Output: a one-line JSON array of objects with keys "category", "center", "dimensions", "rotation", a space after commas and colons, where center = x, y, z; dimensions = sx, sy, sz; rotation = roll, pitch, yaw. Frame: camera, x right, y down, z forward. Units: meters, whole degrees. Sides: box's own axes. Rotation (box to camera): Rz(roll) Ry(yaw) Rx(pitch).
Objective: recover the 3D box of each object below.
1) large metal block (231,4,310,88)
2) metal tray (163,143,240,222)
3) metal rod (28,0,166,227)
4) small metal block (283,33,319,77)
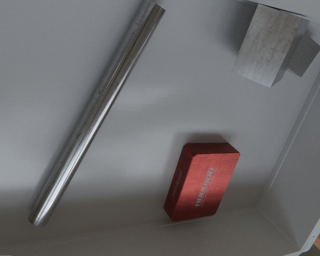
[{"category": "large metal block", "center": [0.137, -0.102, 0.382], "dimensions": [0.080, 0.050, 0.079], "rotation": [-28, 141, -56]}, {"category": "metal tray", "center": [0.066, 0.087, 0.497], "dimensions": [0.091, 0.030, 0.129], "rotation": [1, 118, -29]}, {"category": "metal rod", "center": [-0.080, -0.006, 0.361], "dimensions": [0.025, 0.025, 0.299], "rotation": [21, 107, -37]}, {"category": "small metal block", "center": [0.200, -0.109, 0.453], "dimensions": [0.050, 0.025, 0.050], "rotation": [19, 108, -36]}]
